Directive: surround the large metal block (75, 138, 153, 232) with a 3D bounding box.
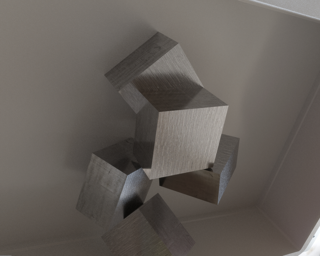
[{"bbox_3d":[-0.049,0.066,0.384,0.080,0.050,0.079,-22,136,-60],"label":"large metal block"}]

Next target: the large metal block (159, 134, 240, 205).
[{"bbox_3d":[0.053,0.045,0.411,0.080,0.080,0.050,-47,143,-48],"label":"large metal block"}]

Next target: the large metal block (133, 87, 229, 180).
[{"bbox_3d":[0.020,0.003,0.342,0.081,0.050,0.079,-7,122,-25],"label":"large metal block"}]

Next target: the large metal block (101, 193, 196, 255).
[{"bbox_3d":[-0.016,0.146,0.404,0.080,0.080,0.050,-42,170,28],"label":"large metal block"}]

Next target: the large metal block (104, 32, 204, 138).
[{"bbox_3d":[-0.003,-0.050,0.361,0.080,0.050,0.080,-39,130,-2],"label":"large metal block"}]
